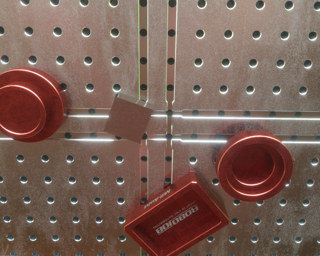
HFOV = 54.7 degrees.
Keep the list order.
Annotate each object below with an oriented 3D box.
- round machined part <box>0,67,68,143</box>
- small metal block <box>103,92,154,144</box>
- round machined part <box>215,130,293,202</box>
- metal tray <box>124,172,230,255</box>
[{"bbox_3d":[-0.172,-0.025,0.393,0.099,0.042,0.097,0,110,0],"label":"round machined part"},{"bbox_3d":[-0.041,-0.013,0.408,0.050,0.025,0.050,19,109,-7],"label":"small metal block"},{"bbox_3d":[0.125,0.048,0.423,0.099,0.042,0.097,0,110,0],"label":"round machined part"},{"bbox_3d":[0.024,0.136,0.460,0.130,0.030,0.090,-36,106,12],"label":"metal tray"}]
